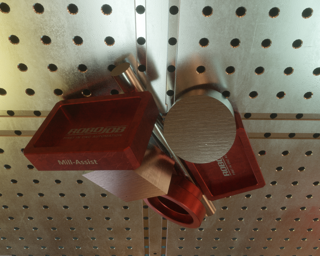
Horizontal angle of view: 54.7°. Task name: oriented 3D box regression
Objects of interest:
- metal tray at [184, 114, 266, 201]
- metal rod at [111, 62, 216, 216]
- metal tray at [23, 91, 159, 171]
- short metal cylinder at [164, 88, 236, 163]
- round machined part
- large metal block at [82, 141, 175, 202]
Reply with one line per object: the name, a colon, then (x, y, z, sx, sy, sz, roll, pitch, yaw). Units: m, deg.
metal tray: (0.090, 0.048, 0.445, 0.090, 0.030, 0.130, -20, 128, 16)
metal rod: (0.019, 0.036, 0.437, 0.025, 0.025, 0.299, -20, 128, 16)
metal tray: (-0.075, 0.003, 0.348, 0.130, 0.090, 0.030, -3, 133, 22)
short metal cylinder: (0.048, -0.004, 0.368, 0.080, 0.050, 0.079, 3, 107, 10)
round machined part: (0.025, 0.106, 0.467, 0.098, 0.042, 0.098, 24, 149, 16)
large metal block: (-0.041, 0.053, 0.411, 0.080, 0.050, 0.080, -22, 130, 40)
